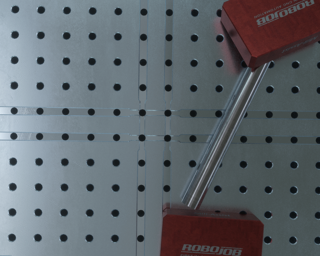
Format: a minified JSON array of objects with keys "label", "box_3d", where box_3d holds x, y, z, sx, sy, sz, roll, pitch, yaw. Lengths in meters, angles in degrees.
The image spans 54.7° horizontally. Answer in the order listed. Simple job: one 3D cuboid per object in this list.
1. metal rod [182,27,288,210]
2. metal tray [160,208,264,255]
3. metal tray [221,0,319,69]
[{"label":"metal rod","box_3d":[0.106,-0.031,0.414,0.025,0.025,0.299,26,90,-1]},{"label":"metal tray","box_3d":[0.066,0.160,0.412,0.131,0.030,0.089,4,90,-1]},{"label":"metal tray","box_3d":[0.157,-0.143,0.399,0.131,0.030,0.090,-23,71,-1]}]
